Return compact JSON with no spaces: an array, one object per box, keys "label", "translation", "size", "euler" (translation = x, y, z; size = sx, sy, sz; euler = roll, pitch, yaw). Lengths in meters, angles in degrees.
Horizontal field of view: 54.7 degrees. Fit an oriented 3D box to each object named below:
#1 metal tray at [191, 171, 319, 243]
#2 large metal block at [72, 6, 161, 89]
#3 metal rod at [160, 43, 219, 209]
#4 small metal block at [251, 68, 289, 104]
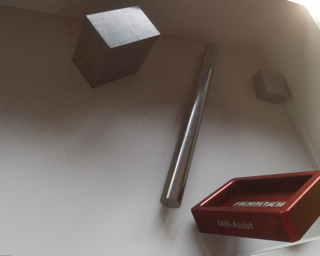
[{"label":"metal tray","translation":[0.109,0.084,0.346],"size":[0.091,0.130,0.030],"euler":[-25,93,-37]},{"label":"large metal block","translation":[-0.059,-0.105,0.404],"size":[0.081,0.080,0.050],"euler":[-29,78,-38]},{"label":"metal rod","translation":[0.051,-0.025,0.450],"size":[0.025,0.025,0.300],"euler":[28,52,-11]},{"label":"small metal block","translation":[0.199,-0.075,0.562],"size":[0.050,0.025,0.050],"euler":[10,57,-23]}]
